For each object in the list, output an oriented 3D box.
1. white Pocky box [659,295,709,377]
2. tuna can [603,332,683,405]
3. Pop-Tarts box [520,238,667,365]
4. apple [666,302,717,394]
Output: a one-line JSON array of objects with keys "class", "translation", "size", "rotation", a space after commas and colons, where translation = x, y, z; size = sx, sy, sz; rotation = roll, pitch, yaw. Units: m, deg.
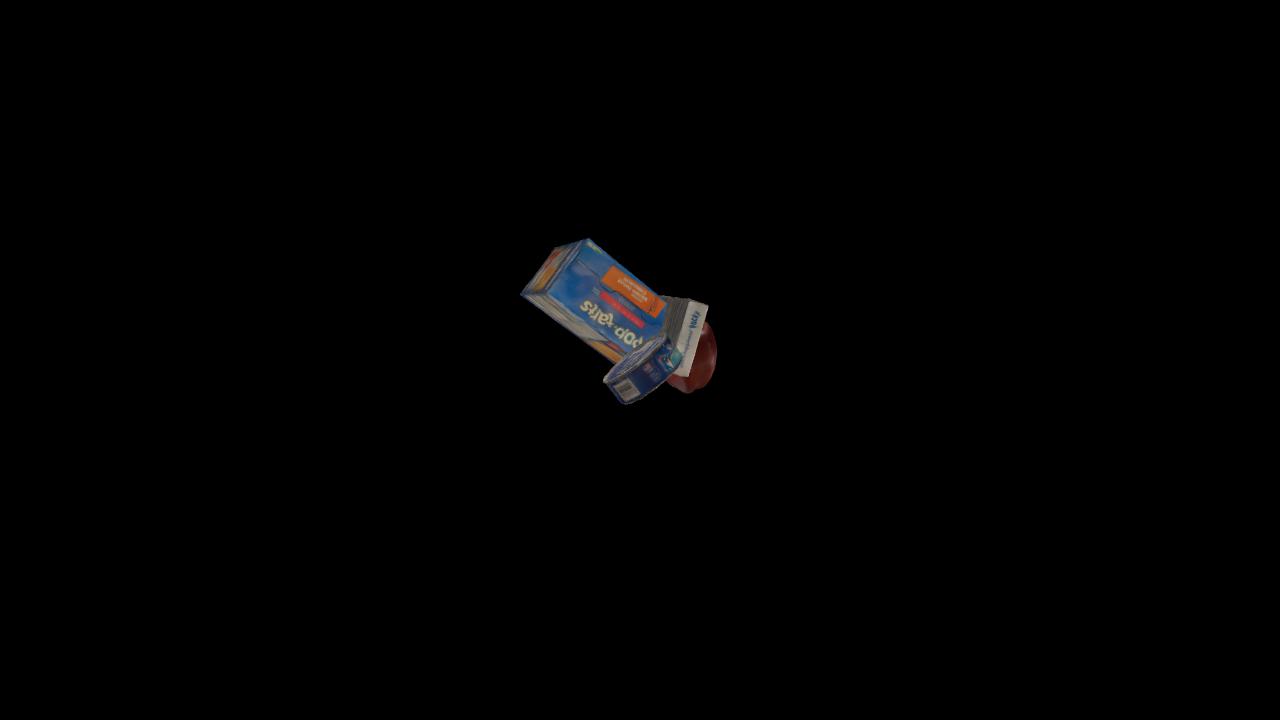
[{"class": "white Pocky box", "translation": [0.034, -0.033, 0.731], "size": [0.028, 0.084, 0.154], "rotation": [14, 4, -15]}, {"class": "tuna can", "translation": [0.004, 0.009, 0.646], "size": [0.084, 0.034, 0.084], "rotation": [-37, 10, 7]}, {"class": "Pop-Tarts box", "translation": [-0.045, -0.064, 0.762], "size": [0.167, 0.083, 0.141], "rotation": [36, -9, -22]}, {"class": "apple", "translation": [0.056, -0.009, 0.743], "size": [0.079, 0.093, 0.079], "rotation": [-7, 31, 4]}]
